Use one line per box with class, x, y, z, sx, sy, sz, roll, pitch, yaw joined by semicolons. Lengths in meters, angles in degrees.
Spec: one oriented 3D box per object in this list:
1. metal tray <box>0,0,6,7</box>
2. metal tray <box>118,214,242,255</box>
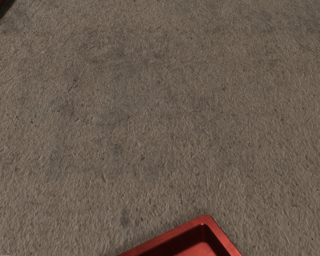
metal tray;-0.342;-0.262;0.581;0.090;0.030;0.130;34;43;-29
metal tray;0.010;0.138;0.265;0.131;0.030;0.090;-20;35;-17
